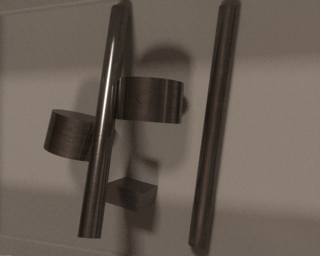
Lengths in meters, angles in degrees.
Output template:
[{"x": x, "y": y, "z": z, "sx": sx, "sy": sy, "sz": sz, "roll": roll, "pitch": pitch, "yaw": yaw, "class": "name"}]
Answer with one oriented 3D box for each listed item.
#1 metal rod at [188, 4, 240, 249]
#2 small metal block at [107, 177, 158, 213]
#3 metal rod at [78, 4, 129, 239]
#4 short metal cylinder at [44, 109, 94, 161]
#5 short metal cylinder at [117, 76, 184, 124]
[{"x": 0.067, "y": 0.000, "z": 0.386, "sx": 0.025, "sy": 0.025, "sz": 0.298, "roll": 8, "pitch": 93, "yaw": 19, "class": "metal rod"}, {"x": -0.037, "y": 0.087, "z": 0.409, "sx": 0.050, "sy": 0.050, "sz": 0.025, "roll": 12, "pitch": 94, "yaw": 19, "class": "small metal block"}, {"x": -0.066, "y": -0.022, "z": 0.384, "sx": 0.025, "sy": 0.025, "sz": 0.299, "roll": -2, "pitch": 71, "yaw": 19, "class": "metal rod"}, {"x": -0.110, "y": 0.009, "z": 0.419, "sx": 0.080, "sy": 0.080, "sz": 0.050, "roll": 17, "pitch": 96, "yaw": 19, "class": "short metal cylinder"}, {"x": -0.012, "y": -0.033, "z": 0.385, "sx": 0.080, "sy": 0.080, "sz": 0.050, "roll": 5, "pitch": 92, "yaw": 19, "class": "short metal cylinder"}]
